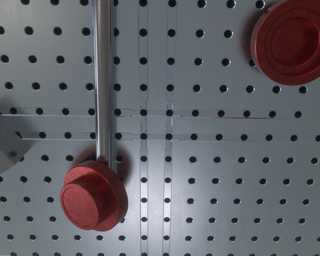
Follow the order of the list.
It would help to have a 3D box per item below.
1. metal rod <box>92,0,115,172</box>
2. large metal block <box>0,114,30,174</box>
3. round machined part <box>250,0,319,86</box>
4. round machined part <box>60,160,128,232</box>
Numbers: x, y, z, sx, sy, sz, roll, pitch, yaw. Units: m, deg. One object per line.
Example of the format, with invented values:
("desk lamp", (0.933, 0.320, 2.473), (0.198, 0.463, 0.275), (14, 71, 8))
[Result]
("metal rod", (-0.071, -0.040, 0.397), (0.025, 0.025, 0.298), (2, 110, -1))
("large metal block", (-0.238, 0.027, 0.408), (0.080, 0.050, 0.080), (-31, 107, 10))
("round machined part", (0.156, -0.103, 0.368), (0.099, 0.042, 0.097), (0, 110, 0))
("round machined part", (-0.095, 0.096, 0.416), (0.098, 0.042, 0.097), (10, 111, 28))
